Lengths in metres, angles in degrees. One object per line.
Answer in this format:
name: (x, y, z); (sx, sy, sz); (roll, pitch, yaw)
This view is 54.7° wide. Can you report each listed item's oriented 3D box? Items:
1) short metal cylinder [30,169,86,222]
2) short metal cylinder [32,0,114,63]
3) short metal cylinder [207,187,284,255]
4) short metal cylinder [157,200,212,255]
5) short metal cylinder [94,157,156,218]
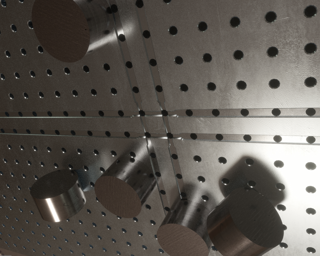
short metal cylinder: (-0.175, 0.115, 0.537); (0.080, 0.080, 0.050); (4, 120, 26)
short metal cylinder: (-0.103, -0.125, 0.370); (0.080, 0.050, 0.079); (13, 124, 20)
short metal cylinder: (0.108, 0.124, 0.395); (0.080, 0.080, 0.050); (36, 129, 4)
short metal cylinder: (0.042, 0.157, 0.469); (0.080, 0.050, 0.079); (13, 124, 20)
short metal cylinder: (-0.053, 0.091, 0.478); (0.080, 0.050, 0.079); (13, 124, 20)
